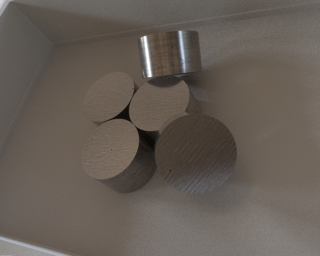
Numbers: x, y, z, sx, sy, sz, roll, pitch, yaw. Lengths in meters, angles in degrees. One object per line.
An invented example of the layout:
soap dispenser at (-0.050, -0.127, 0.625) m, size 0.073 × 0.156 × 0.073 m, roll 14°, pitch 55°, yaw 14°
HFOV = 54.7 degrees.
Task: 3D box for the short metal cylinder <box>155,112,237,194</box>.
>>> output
short metal cylinder at (0.035, 0.023, 0.328) m, size 0.081 × 0.050 × 0.079 m, roll 0°, pitch 96°, yaw -1°

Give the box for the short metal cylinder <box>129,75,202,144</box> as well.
short metal cylinder at (0.008, -0.020, 0.394) m, size 0.080 × 0.050 × 0.080 m, roll -13°, pitch 56°, yaw 20°

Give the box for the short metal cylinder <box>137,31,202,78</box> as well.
short metal cylinder at (0.013, -0.095, 0.409) m, size 0.080 × 0.080 × 0.050 m, roll -3°, pitch 99°, yaw 26°

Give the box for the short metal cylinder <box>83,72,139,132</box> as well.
short metal cylinder at (-0.060, -0.031, 0.436) m, size 0.080 × 0.050 × 0.080 m, roll -13°, pitch 56°, yaw 20°

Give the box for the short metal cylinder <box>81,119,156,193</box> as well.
short metal cylinder at (-0.050, 0.035, 0.390) m, size 0.080 × 0.050 × 0.080 m, roll -13°, pitch 56°, yaw 20°
